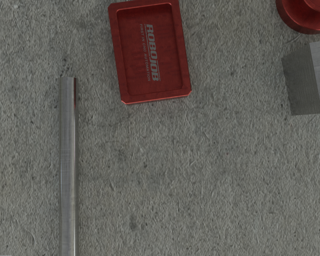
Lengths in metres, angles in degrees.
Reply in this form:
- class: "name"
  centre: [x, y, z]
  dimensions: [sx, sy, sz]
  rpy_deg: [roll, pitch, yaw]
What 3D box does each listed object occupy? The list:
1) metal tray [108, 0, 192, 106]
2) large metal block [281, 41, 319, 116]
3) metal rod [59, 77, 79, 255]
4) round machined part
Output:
- class: "metal tray"
  centre: [-0.013, -0.100, 0.407]
  dimensions: [0.091, 0.030, 0.129]
  rpy_deg: [-8, 90, 0]
- class: "large metal block"
  centre: [0.198, -0.060, 0.384]
  dimensions: [0.050, 0.080, 0.080]
  rpy_deg: [-11, 90, 0]
- class: "metal rod"
  centre: [-0.120, 0.084, 0.409]
  dimensions: [0.025, 0.025, 0.298]
  rpy_deg: [0, 90, 0]
- class: "round machined part"
  centre: [0.207, -0.176, 0.403]
  dimensions: [0.099, 0.042, 0.097]
  rpy_deg: [0, 90, 0]
